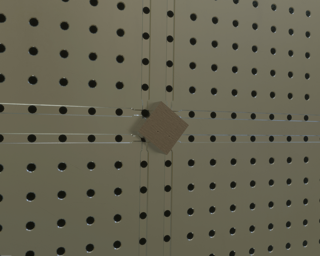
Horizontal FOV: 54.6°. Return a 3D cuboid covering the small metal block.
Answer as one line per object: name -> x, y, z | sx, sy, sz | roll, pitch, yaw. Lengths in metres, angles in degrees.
small metal block -> 0.001, 0.000, 0.413 | 0.050, 0.025, 0.050 | 40, 77, -16
